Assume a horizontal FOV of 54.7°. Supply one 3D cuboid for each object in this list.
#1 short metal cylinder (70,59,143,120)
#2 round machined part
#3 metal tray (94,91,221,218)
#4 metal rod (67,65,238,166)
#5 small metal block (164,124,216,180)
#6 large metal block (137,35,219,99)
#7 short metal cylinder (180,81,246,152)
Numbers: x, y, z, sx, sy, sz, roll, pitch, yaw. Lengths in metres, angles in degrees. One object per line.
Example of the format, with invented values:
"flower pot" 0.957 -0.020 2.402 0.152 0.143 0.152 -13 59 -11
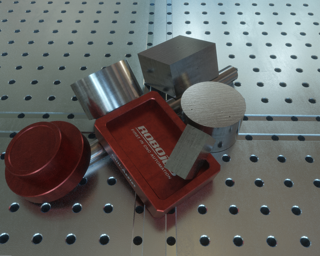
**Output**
"short metal cylinder" -0.069 -0.051 0.407 0.080 0.050 0.080 -24 12 6
"round machined part" -0.133 0.031 0.352 0.098 0.042 0.098 -8 55 13
"metal tray" -0.005 0.026 0.364 0.091 0.030 0.130 -31 69 -23
"metal rod" -0.008 -0.014 0.421 0.302 0.025 0.025 -31 57 -23
"small metal block" 0.034 0.027 0.331 0.025 0.050 0.050 29 91 20
"large metal block" 0.027 -0.093 0.455 0.081 0.050 0.080 -30 37 -23
"short metal cylinder" 0.066 -0.015 0.404 0.081 0.050 0.080 0 50 0
